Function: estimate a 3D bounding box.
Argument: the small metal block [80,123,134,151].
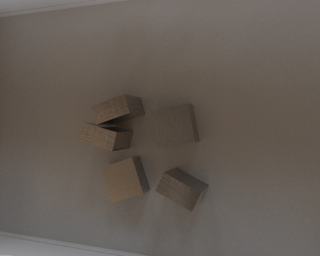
[{"bbox_3d":[-0.072,0.011,0.422,0.050,0.050,0.025,15,95,19],"label":"small metal block"}]

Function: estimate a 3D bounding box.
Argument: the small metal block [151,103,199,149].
[{"bbox_3d":[0.020,-0.002,0.403,0.050,0.025,0.050,-11,86,19],"label":"small metal block"}]

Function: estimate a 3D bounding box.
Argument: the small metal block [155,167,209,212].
[{"bbox_3d":[0.029,0.075,0.387,0.050,0.050,0.025,27,99,18],"label":"small metal block"}]

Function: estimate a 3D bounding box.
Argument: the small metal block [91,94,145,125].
[{"bbox_3d":[-0.055,-0.023,0.417,0.050,0.050,0.025,-18,84,19],"label":"small metal block"}]

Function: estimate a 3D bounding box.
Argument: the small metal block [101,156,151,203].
[{"bbox_3d":[-0.047,0.070,0.427,0.050,0.025,0.050,-20,83,19],"label":"small metal block"}]
